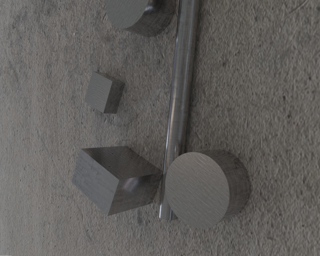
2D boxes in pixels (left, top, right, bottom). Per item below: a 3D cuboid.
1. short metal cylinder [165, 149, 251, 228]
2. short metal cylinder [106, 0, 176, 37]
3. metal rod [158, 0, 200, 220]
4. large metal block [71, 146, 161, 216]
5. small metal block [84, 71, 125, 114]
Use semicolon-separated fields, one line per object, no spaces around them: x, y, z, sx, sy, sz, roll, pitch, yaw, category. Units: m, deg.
0.053;0.065;0.345;0.080;0.050;0.079;0;90;40;short metal cylinder
-0.026;-0.166;0.410;0.080;0.050;0.079;0;90;40;short metal cylinder
0.025;-0.035;0.384;0.025;0.025;0.298;9;96;39;metal rod
-0.057;0.066;0.416;0.080;0.081;0.050;31;109;36;large metal block
-0.086;-0.055;0.476;0.050;0.025;0.050;30;109;36;small metal block
